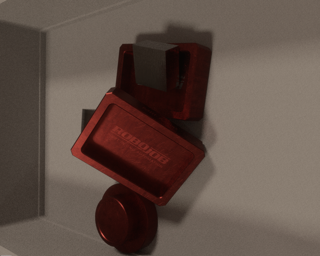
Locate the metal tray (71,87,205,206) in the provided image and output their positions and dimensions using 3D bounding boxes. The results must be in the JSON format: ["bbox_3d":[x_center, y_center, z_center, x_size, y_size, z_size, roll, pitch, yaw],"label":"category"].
[{"bbox_3d":[-0.025,0.024,0.365,0.130,0.030,0.090,33,108,-9],"label":"metal tray"}]

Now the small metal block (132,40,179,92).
[{"bbox_3d":[-0.004,-0.077,0.378,0.050,0.025,0.050,21,128,34],"label":"small metal block"}]

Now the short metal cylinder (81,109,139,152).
[{"bbox_3d":[-0.066,0.002,0.423,0.080,0.081,0.050,7,95,39],"label":"short metal cylinder"}]

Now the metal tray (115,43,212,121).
[{"bbox_3d":[-0.002,-0.062,0.403,0.130,0.030,0.089,12,97,39],"label":"metal tray"}]

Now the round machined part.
[{"bbox_3d":[-0.054,0.128,0.438,0.098,0.042,0.097,0,90,39],"label":"round machined part"}]
